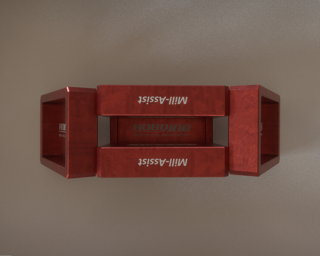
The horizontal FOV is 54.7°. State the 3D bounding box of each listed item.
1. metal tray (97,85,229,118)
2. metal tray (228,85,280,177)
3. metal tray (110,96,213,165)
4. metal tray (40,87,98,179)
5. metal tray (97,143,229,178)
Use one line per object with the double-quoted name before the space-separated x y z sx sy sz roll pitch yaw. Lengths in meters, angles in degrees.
"metal tray" 0.003 -0.027 0.347 0.131 0.090 0.030 0 90 0
"metal tray" 0.113 0.002 0.359 0.030 0.131 0.089 1 91 30
"metal tray" 0.002 0.003 0.407 0.131 0.030 0.089 0 90 -1
"metal tray" -0.110 0.003 0.358 0.030 0.130 0.089 0 91 -32
"metal tray" 0.003 0.034 0.347 0.131 0.090 0.030 0 90 -1
